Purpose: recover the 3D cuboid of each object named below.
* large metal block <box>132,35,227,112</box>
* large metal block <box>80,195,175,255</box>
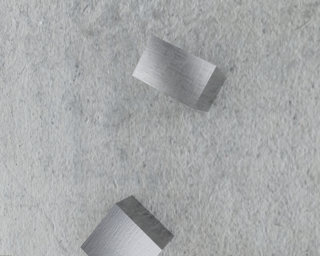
[{"bbox_3d":[0.027,-0.061,0.370,0.080,0.080,0.050,31,100,17],"label":"large metal block"},{"bbox_3d":[-0.042,0.150,0.410,0.080,0.050,0.080,41,103,15],"label":"large metal block"}]
